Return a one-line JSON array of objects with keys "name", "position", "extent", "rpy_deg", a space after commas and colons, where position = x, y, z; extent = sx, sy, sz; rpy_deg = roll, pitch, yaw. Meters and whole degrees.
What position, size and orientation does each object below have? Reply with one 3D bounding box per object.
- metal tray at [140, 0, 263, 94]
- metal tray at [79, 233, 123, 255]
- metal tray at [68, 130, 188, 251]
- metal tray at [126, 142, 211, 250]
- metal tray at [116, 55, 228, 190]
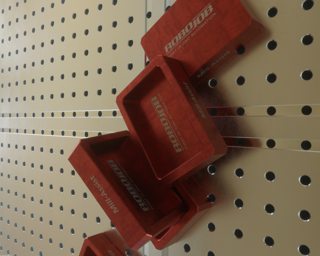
[{"name": "metal tray", "position": [0.042, -0.111, 0.370], "extent": [0.130, 0.030, 0.090], "rpy_deg": [-38, 67, 33]}, {"name": "metal tray", "position": [-0.076, 0.235, 0.466], "extent": [0.130, 0.030, 0.089], "rpy_deg": [33, 110, 34]}, {"name": "metal tray", "position": [-0.034, 0.064, 0.363], "extent": [0.130, 0.091, 0.030], "rpy_deg": [50, 119, 17]}, {"name": "metal tray", "position": [-0.005, 0.079, 0.408], "extent": [0.130, 0.030, 0.090], "rpy_deg": [51, 120, 27]}, {"name": "metal tray", "position": [0.008, -0.006, 0.358], "extent": [0.090, 0.030, 0.130], "rpy_deg": [-39, 66, 32]}]
